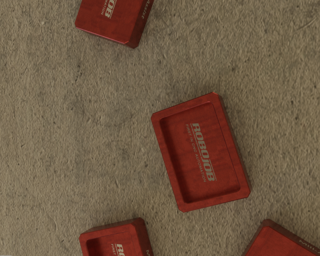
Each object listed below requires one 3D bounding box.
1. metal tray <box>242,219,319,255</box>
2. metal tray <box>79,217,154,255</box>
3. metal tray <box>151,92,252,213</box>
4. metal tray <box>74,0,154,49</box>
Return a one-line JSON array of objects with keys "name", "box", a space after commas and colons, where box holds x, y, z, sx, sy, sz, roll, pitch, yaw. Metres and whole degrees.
[{"name": "metal tray", "box": [0.157, 0.178, 0.351, 0.130, 0.030, 0.090, 30, 100, 17]}, {"name": "metal tray", "box": [-0.051, 0.197, 0.424, 0.090, 0.030, 0.129, -18, 84, 19]}, {"name": "metal tray", "box": [0.051, 0.030, 0.388, 0.090, 0.030, 0.129, -19, 84, 19]}, {"name": "metal tray", "box": [-0.055, -0.186, 0.426, 0.090, 0.030, 0.129, 23, 97, 18]}]
